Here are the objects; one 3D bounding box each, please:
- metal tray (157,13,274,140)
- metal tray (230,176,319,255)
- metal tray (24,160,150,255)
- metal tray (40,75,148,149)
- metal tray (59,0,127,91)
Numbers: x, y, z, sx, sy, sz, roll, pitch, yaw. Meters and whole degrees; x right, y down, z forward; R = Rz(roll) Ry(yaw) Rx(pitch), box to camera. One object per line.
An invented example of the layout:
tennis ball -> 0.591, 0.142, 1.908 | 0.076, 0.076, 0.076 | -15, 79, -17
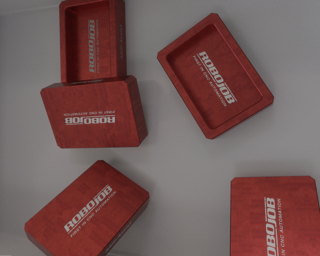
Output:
metal tray -> 0.067, -0.062, 0.384 | 0.090, 0.030, 0.130 | -33, 79, 17
metal tray -> 0.122, 0.116, 0.327 | 0.090, 0.030, 0.130 | -4, 52, 19
metal tray -> -0.087, 0.109, 0.391 | 0.090, 0.131, 0.030 | 32, 140, 17
metal tray -> -0.089, -0.019, 0.421 | 0.130, 0.030, 0.089 | -2, 113, 20
metal tray -> -0.096, -0.117, 0.441 | 0.090, 0.030, 0.129 | -2, 89, 20
